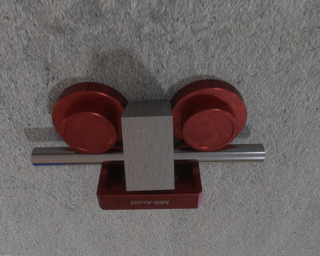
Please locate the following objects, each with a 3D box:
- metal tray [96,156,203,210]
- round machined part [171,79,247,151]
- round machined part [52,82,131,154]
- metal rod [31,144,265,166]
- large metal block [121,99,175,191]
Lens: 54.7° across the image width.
[{"bbox_3d":[-0.013,0.064,0.420,0.131,0.090,0.030,-1,130,0],"label":"metal tray"},{"bbox_3d":[0.060,-0.009,0.390,0.099,0.042,0.097,-1,130,0],"label":"round machined part"},{"bbox_3d":[-0.086,-0.005,0.389,0.099,0.042,0.097,-1,130,0],"label":"round machined part"},{"bbox_3d":[-0.015,0.036,0.412,0.302,0.025,0.025,-1,130,0],"label":"metal rod"},{"bbox_3d":[-0.011,0.016,0.350,0.050,0.080,0.079,-2,107,0],"label":"large metal block"}]
